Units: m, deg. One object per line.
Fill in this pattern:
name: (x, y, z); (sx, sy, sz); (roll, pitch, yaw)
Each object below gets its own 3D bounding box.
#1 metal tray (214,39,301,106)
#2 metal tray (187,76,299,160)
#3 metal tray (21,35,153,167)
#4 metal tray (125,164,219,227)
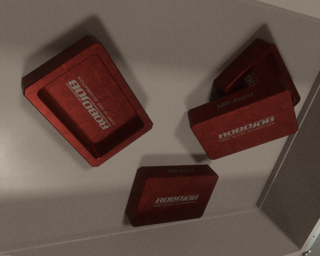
metal tray: (0.146, -0.053, 0.454); (0.090, 0.030, 0.130); (-45, 130, 3)
metal tray: (0.115, -0.009, 0.428); (0.130, 0.030, 0.090); (-21, 136, 15)
metal tray: (-0.075, -0.025, 0.349); (0.090, 0.030, 0.130); (-36, 130, -5)
metal tray: (0.020, 0.103, 0.482); (0.131, 0.030, 0.089); (2, 117, -30)
